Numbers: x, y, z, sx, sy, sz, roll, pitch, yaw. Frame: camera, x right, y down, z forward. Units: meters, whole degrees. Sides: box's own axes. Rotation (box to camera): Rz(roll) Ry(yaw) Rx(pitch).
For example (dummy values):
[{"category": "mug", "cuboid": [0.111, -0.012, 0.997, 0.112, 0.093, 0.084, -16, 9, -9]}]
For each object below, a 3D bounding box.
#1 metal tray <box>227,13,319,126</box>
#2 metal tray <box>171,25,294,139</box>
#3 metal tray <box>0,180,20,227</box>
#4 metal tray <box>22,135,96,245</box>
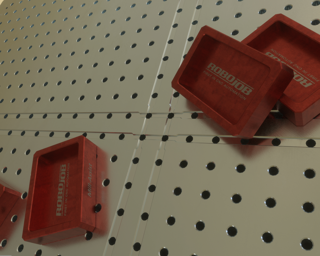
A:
[{"category": "metal tray", "cuboid": [0.153, -0.074, 0.369, 0.090, 0.030, 0.130, -38, 51, 2]}, {"category": "metal tray", "cuboid": [0.078, -0.058, 0.371, 0.130, 0.030, 0.089, 45, 113, 41]}, {"category": "metal tray", "cuboid": [-0.289, 0.115, 0.483, 0.130, 0.030, 0.090, 17, 70, 34]}, {"category": "metal tray", "cuboid": [-0.134, 0.082, 0.422, 0.090, 0.030, 0.130, -19, 54, 17]}]
